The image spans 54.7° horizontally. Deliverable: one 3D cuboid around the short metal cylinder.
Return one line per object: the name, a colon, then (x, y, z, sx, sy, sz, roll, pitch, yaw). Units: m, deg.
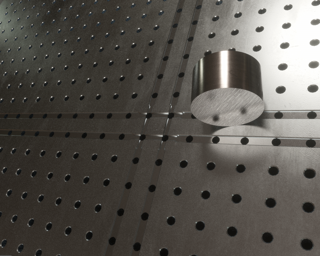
short metal cylinder: (0.077, -0.043, 0.358, 0.080, 0.080, 0.050, -8, 59, 24)
